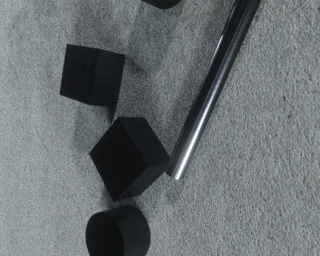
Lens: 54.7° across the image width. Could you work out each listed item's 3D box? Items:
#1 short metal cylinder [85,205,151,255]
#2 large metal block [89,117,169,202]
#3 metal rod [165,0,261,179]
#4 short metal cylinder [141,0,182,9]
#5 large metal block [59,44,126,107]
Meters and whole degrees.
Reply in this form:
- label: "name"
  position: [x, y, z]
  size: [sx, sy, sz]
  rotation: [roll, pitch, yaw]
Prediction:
- label: "short metal cylinder"
  position: [-0.060, 0.154, 0.438]
  size: [0.080, 0.050, 0.080]
  rotation: [0, 90, 40]
- label: "large metal block"
  position: [-0.041, 0.041, 0.423]
  size: [0.080, 0.050, 0.080]
  rotation: [-48, 62, 29]
- label: "metal rod"
  position: [0.070, -0.075, 0.347]
  size: [0.025, 0.025, 0.298]
  rotation: [33, 111, 35]
- label: "short metal cylinder"
  position: [-0.004, -0.198, 0.392]
  size: [0.080, 0.050, 0.080]
  rotation: [0, 90, 40]
- label: "large metal block"
  position: [-0.105, -0.081, 0.475]
  size: [0.080, 0.050, 0.079]
  rotation: [19, 102, 38]
